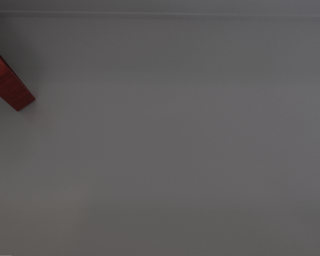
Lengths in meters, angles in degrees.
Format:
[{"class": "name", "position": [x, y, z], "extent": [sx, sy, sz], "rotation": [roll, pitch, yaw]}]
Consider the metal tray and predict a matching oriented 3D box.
[{"class": "metal tray", "position": [-0.226, -0.091, 0.406], "extent": [0.030, 0.090, 0.130], "rotation": [-39, 75, -13]}]
